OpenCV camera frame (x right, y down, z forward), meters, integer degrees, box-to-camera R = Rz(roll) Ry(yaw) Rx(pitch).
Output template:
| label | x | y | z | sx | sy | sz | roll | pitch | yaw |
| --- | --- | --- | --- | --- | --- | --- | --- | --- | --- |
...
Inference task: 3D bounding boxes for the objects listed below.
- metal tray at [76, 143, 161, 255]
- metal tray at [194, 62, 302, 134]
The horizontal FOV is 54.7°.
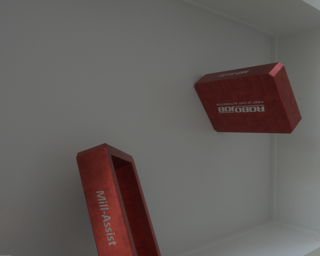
| label | x | y | z | sx | sy | sz | roll | pitch | yaw |
| --- | --- | --- | --- | --- | --- | --- | --- | --- | --- |
| metal tray | -0.037 | 0.087 | 0.309 | 0.090 | 0.030 | 0.130 | 48 | 23 | -72 |
| metal tray | 0.120 | -0.037 | 0.438 | 0.030 | 0.130 | 0.090 | -43 | 116 | -31 |
